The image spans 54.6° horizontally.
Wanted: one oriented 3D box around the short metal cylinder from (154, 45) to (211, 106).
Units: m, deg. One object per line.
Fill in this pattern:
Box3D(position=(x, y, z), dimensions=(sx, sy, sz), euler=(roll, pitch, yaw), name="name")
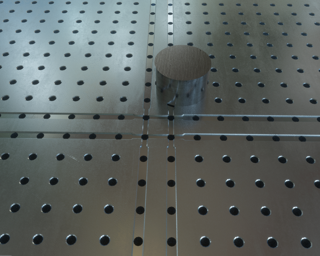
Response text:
Box3D(position=(0.032, -0.078, 0.457), dimensions=(0.080, 0.050, 0.080), euler=(0, 50, 0), name="short metal cylinder")
